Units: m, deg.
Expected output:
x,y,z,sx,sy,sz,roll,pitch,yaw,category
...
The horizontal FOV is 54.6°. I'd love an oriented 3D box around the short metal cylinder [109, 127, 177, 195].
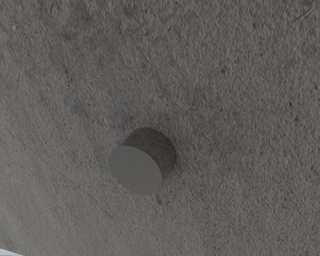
x,y,z,sx,sy,sz,roll,pitch,yaw,category
-0.023,0.046,0.432,0.080,0.050,0.080,13,124,21,short metal cylinder
